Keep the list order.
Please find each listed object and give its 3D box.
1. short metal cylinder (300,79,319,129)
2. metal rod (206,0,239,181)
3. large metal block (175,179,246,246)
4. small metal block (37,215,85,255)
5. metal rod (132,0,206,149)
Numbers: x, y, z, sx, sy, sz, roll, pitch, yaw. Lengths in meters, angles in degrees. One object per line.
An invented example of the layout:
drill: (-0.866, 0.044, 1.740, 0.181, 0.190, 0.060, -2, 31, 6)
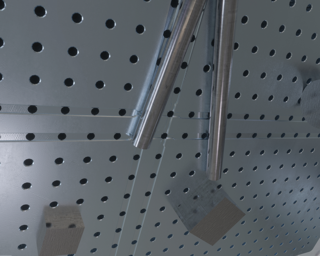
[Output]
short metal cylinder: (0.279, -0.041, 0.502, 0.050, 0.080, 0.079, -9, 122, -24)
metal rod: (0.083, -0.048, 0.426, 0.025, 0.025, 0.298, -16, 125, -20)
large metal block: (0.087, 0.145, 0.532, 0.080, 0.050, 0.080, -45, 129, 3)
small metal block: (-0.138, 0.148, 0.428, 0.050, 0.025, 0.050, 8, 114, -32)
metal rod: (0.025, -0.108, 0.357, 0.025, 0.025, 0.298, 8, 115, -32)
